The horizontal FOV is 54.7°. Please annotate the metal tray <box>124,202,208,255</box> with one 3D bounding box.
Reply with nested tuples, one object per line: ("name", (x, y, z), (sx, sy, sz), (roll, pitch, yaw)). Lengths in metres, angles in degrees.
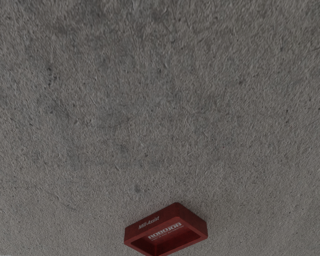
("metal tray", (0.010, 0.192, 0.567), (0.130, 0.030, 0.090), (-34, 123, 25))
